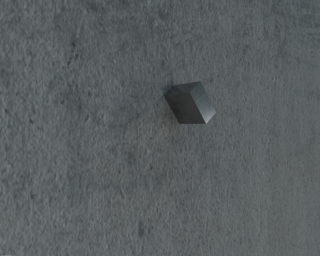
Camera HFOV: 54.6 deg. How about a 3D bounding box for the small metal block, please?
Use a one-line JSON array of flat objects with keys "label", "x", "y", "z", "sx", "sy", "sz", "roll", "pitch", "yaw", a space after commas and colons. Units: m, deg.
[{"label": "small metal block", "x": 0.040, "y": -0.033, "z": 0.421, "sx": 0.025, "sy": 0.050, "sz": 0.050, "roll": -45, "pitch": 117, "yaw": -30}]
